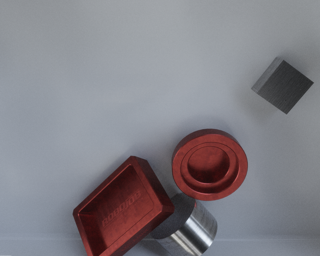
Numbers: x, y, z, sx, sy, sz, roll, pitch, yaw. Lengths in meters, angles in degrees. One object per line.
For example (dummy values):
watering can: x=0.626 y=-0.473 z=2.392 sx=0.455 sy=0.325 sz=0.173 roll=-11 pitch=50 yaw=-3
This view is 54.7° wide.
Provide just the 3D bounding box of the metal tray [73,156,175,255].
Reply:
metal tray: x=-0.053 y=0.112 z=0.418 sx=0.130 sy=0.090 sz=0.030 roll=-43 pitch=145 yaw=13

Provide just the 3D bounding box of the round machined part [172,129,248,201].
round machined part: x=0.064 y=0.046 z=0.420 sx=0.099 sy=0.042 sz=0.097 roll=0 pitch=110 yaw=-1

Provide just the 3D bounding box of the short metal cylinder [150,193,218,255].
short metal cylinder: x=0.032 y=0.137 z=0.433 sx=0.080 sy=0.080 sz=0.050 roll=-38 pitch=106 yaw=12

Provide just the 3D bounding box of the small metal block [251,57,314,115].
small metal block: x=0.155 y=-0.054 z=0.394 sx=0.050 sy=0.025 sz=0.050 roll=32 pitch=107 yaw=-12
